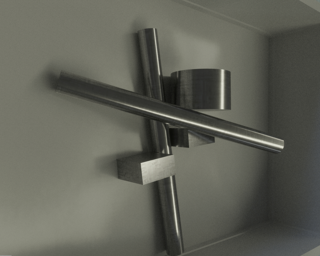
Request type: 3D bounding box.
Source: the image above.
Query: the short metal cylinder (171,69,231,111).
[{"bbox_3d":[0.055,-0.049,0.419,0.081,0.080,0.050,-2,91,-40],"label":"short metal cylinder"}]

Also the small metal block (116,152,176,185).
[{"bbox_3d":[-0.017,0.048,0.378,0.050,0.050,0.025,-10,97,-40],"label":"small metal block"}]

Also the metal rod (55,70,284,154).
[{"bbox_3d":[0.030,-0.012,0.378,0.302,0.025,0.025,15,80,-22],"label":"metal rod"}]

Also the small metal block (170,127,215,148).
[{"bbox_3d":[0.039,0.010,0.425,0.050,0.050,0.025,-8,96,-40],"label":"small metal block"}]

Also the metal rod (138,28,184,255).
[{"bbox_3d":[0.002,0.023,0.410,0.025,0.025,0.298,-12,98,-40],"label":"metal rod"}]
